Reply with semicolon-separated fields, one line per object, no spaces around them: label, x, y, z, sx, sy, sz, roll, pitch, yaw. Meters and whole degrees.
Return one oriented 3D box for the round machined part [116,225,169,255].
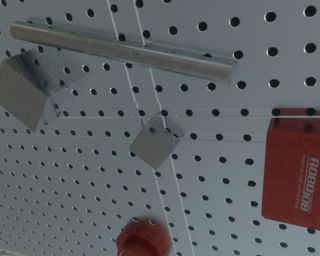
round machined part;-0.037;0.227;0.558;0.098;0.042;0.097;13;124;20

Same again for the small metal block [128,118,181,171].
small metal block;-0.008;0.023;0.429;0.050;0.025;0.050;38;129;2

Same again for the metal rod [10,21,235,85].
metal rod;-0.060;-0.097;0.381;0.301;0.025;0.025;16;125;18

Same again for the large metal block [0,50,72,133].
large metal block;-0.190;-0.054;0.459;0.080;0.050;0.080;39;129;1

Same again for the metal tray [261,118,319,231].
metal tray;0.168;0.056;0.354;0.090;0.030;0.129;7;122;24
